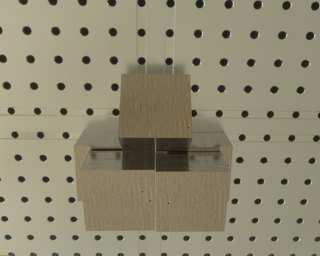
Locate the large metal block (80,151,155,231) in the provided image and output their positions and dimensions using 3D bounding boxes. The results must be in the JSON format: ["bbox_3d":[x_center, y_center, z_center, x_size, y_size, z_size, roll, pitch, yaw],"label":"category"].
[{"bbox_3d":[-0.046,0.074,0.370,0.081,0.050,0.079,0,110,-1],"label":"large metal block"}]

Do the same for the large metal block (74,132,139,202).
[{"bbox_3d":[-0.067,0.052,0.419,0.081,0.050,0.079,1,110,-1],"label":"large metal block"}]

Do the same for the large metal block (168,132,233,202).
[{"bbox_3d":[0.050,0.052,0.419,0.081,0.050,0.079,-1,110,0],"label":"large metal block"}]

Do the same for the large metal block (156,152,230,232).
[{"bbox_3d":[0.036,0.076,0.373,0.081,0.050,0.079,0,110,-1],"label":"large metal block"}]

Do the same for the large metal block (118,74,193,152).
[{"bbox_3d":[-0.005,-0.017,0.372,0.081,0.050,0.080,0,68,-1],"label":"large metal block"}]
